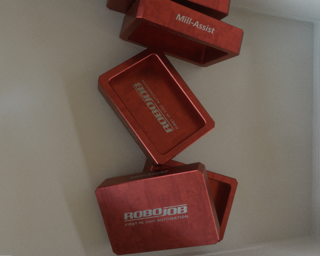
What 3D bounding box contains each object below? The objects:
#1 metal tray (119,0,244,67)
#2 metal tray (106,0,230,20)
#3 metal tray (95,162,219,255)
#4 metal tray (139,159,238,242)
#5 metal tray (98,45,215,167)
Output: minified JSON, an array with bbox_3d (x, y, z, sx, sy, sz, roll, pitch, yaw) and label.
[{"bbox_3d":[0.024,-0.116,0.385,0.131,0.090,0.030,14,86,-20],"label":"metal tray"},{"bbox_3d":[0.008,-0.157,0.379,0.131,0.090,0.030,10,87,-20],"label":"metal tray"},{"bbox_3d":[-0.002,0.098,0.370,0.130,0.030,0.089,-12,99,14],"label":"metal tray"},{"bbox_3d":[0.035,0.096,0.422,0.131,0.030,0.090,19,84,-20],"label":"metal tray"},{"bbox_3d":[-0.005,-0.028,0.389,0.090,0.030,0.130,-35,86,-17],"label":"metal tray"}]
